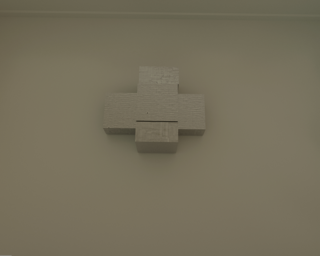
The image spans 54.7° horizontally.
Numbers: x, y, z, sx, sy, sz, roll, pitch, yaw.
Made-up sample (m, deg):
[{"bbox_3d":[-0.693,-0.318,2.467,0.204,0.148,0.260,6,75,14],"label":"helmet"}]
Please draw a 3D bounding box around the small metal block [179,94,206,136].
[{"bbox_3d":[0.033,-0.018,0.414,0.050,0.025,0.050,1,70,0],"label":"small metal block"}]

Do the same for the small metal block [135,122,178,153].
[{"bbox_3d":[-0.004,0.013,0.388,0.050,0.050,0.025,1,70,0],"label":"small metal block"}]

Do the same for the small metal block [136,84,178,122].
[{"bbox_3d":[-0.003,-0.028,0.390,0.050,0.025,0.050,1,70,0],"label":"small metal block"}]

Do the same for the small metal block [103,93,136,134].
[{"bbox_3d":[-0.047,-0.019,0.414,0.050,0.025,0.050,1,70,0],"label":"small metal block"}]

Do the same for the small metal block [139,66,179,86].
[{"bbox_3d":[-0.001,-0.059,0.415,0.050,0.050,0.025,1,70,0],"label":"small metal block"}]
